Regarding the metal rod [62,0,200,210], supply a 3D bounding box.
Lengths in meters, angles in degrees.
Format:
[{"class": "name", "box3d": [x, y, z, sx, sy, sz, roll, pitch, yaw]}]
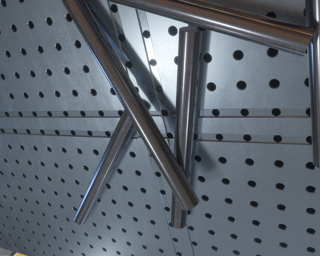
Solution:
[{"class": "metal rod", "box3d": [-0.032, -0.027, 0.389, 0.025, 0.025, 0.299, -24, 100, 36]}]

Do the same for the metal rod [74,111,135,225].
[{"class": "metal rod", "box3d": [-0.094, 0.076, 0.505, 0.025, 0.025, 0.298, 35, 129, 5]}]

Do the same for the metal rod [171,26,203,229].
[{"class": "metal rod", "box3d": [0.031, 0.022, 0.407, 0.025, 0.025, 0.298, 14, 124, 20]}]

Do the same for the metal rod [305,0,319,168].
[{"class": "metal rod", "box3d": [0.145, -0.093, 0.277, 0.025, 0.025, 0.298, -1, 118, 28]}]

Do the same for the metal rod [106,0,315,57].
[{"class": "metal rod", "box3d": [-0.002, -0.129, 0.317, 0.301, 0.025, 0.025, 23, 127, 19]}]
